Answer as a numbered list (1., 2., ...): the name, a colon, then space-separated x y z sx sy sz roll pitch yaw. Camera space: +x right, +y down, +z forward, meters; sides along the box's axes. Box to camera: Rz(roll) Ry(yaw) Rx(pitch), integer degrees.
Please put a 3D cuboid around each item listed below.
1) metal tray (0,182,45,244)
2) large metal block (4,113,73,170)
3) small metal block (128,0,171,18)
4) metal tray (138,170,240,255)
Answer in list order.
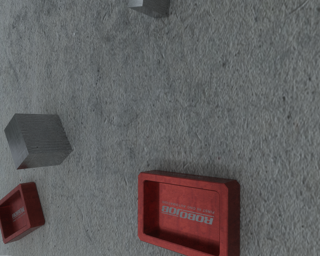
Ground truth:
1. metal tray: -0.293 0.177 0.643 0.130 0.030 0.090 -34 69 34
2. large metal block: -0.214 0.022 0.546 0.050 0.081 0.080 -42 65 32
3. small metal block: -0.011 -0.174 0.398 0.025 0.050 0.050 13 99 39
4. metal tray: 0.030 0.103 0.376 0.130 0.030 0.089 1 90 40
